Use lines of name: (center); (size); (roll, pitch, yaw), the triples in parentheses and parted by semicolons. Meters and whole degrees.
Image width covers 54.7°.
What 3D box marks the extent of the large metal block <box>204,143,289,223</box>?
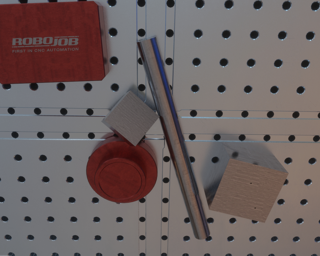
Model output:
large metal block: (0.116, 0.075, 0.430); (0.081, 0.050, 0.079); (15, 109, -6)

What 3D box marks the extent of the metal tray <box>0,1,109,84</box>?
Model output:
metal tray: (-0.132, -0.102, 0.371); (0.131, 0.030, 0.089); (-2, 110, 0)

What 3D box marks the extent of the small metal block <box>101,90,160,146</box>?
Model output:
small metal block: (-0.038, -0.012, 0.397); (0.050, 0.025, 0.050); (42, 75, -14)

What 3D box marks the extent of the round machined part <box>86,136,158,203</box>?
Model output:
round machined part: (-0.053, 0.063, 0.427); (0.099, 0.042, 0.097); (0, 110, -1)

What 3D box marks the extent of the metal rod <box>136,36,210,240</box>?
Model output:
metal rod: (0.024, 0.027, 0.423); (0.025, 0.025, 0.298); (-15, 110, 5)
